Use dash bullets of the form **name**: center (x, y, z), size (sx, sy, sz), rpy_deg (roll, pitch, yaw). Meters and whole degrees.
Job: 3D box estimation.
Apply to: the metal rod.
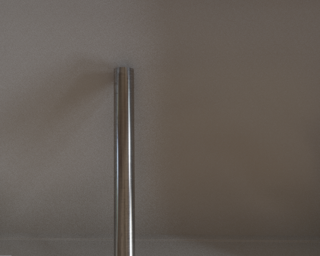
- **metal rod**: center (-0.043, 0.076, 0.374), size (0.025, 0.025, 0.299), rpy_deg (-1, 85, 0)
